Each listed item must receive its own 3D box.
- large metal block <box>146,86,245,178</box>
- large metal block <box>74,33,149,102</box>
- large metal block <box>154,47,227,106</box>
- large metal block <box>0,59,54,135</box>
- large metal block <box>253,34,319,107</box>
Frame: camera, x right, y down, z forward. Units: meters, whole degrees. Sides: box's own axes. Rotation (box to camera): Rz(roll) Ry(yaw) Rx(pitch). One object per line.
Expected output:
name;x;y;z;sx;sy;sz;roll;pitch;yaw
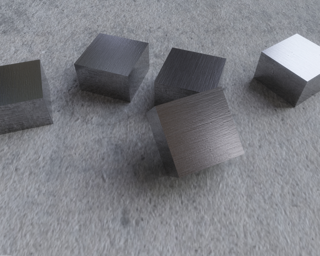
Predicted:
large metal block;0.039;0.005;0.359;0.081;0.050;0.080;-18;89;-15
large metal block;-0.068;-0.092;0.463;0.080;0.050;0.080;15;51;11
large metal block;0.043;-0.064;0.441;0.080;0.050;0.080;15;51;11
large metal block;-0.195;-0.042;0.420;0.081;0.050;0.080;-13;51;-11
large metal block;0.204;-0.088;0.464;0.081;0.050;0.080;-29;56;-22
